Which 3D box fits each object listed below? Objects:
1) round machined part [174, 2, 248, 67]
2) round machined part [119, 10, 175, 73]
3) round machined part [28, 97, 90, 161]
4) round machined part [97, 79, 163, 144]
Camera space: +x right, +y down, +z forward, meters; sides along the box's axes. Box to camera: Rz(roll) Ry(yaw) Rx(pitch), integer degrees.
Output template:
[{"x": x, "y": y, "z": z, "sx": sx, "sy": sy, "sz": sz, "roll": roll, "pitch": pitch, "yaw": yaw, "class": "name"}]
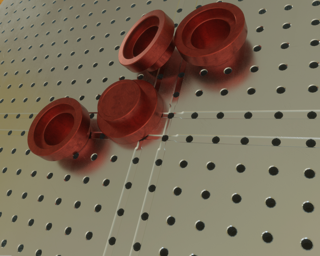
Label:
[{"x": 0.073, "y": -0.125, "z": 0.435, "sx": 0.098, "sy": 0.042, "sz": 0.098, "roll": -13, "pitch": 56, "yaw": 20, "class": "round machined part"}, {"x": -0.014, "y": -0.125, "z": 0.468, "sx": 0.098, "sy": 0.042, "sz": 0.098, "roll": -28, "pitch": 46, "yaw": 33, "class": "round machined part"}, {"x": -0.146, "y": 0.006, "z": 0.468, "sx": 0.098, "sy": 0.042, "sz": 0.098, "roll": -13, "pitch": 56, "yaw": 20, "class": "round machined part"}, {"x": -0.049, "y": -0.030, "z": 0.440, "sx": 0.098, "sy": 0.042, "sz": 0.098, "roll": -13, "pitch": 56, "yaw": 20, "class": "round machined part"}]
